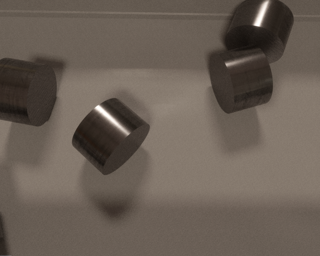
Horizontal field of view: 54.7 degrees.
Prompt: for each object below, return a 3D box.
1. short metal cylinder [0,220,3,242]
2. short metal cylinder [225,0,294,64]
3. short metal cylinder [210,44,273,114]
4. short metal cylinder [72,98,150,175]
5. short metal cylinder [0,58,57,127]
[{"bbox_3d":[-0.220,0.109,0.338,0.081,0.080,0.050,-19,71,-7],"label":"short metal cylinder"},{"bbox_3d":[0.138,-0.133,0.431,0.080,0.080,0.050,22,72,7],"label":"short metal cylinder"},{"bbox_3d":[0.103,-0.064,0.405,0.050,0.080,0.080,-16,71,-6],"label":"short metal cylinder"},{"bbox_3d":[-0.058,0.010,0.376,0.050,0.080,0.080,40,75,13],"label":"short metal cylinder"},{"bbox_3d":[-0.173,-0.045,0.395,0.050,0.080,0.080,10,70,3],"label":"short metal cylinder"}]
